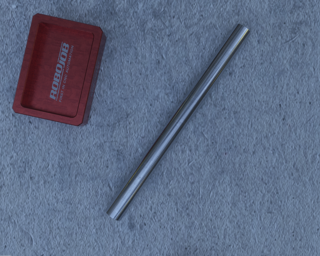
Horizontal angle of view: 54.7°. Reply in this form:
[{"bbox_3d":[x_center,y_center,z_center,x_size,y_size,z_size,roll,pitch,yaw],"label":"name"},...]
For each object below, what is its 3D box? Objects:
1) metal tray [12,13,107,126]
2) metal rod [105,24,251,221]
[{"bbox_3d":[-0.129,-0.074,0.405,0.091,0.030,0.129,12,90,-1],"label":"metal tray"},{"bbox_3d":[0.024,-0.008,0.410,0.025,0.025,0.299,35,90,-1],"label":"metal rod"}]
